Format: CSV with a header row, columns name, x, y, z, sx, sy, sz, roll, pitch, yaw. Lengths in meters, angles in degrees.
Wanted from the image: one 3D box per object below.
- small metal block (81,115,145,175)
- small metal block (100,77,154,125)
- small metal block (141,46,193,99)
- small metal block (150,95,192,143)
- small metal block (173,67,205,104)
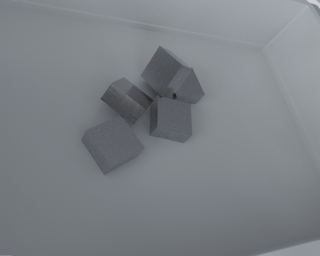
name,x,y,z,sx,sy,sz,roll,pitch,yaw
small metal block,-0.055,0.019,0.364,0.050,0.025,0.050,-28,77,-37
small metal block,-0.040,-0.036,0.391,0.050,0.025,0.050,38,20,-3
small metal block,0.008,-0.076,0.428,0.025,0.050,0.050,8,33,-52
small metal block,0.015,-0.012,0.420,0.050,0.025,0.050,14,56,-21
small metal block,0.031,-0.062,0.460,0.050,0.025,0.050,-7,65,-32
